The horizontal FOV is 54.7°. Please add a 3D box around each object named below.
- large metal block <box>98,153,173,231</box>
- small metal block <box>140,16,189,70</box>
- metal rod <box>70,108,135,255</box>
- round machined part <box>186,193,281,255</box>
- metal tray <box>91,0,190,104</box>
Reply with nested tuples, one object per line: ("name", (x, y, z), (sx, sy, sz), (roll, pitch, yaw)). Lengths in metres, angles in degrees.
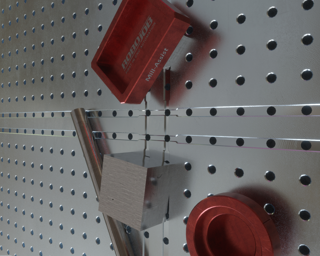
("large metal block", (-0.034, 0.081, 0.419), (0.080, 0.050, 0.079), (11, 97, 39))
("small metal block", (0.001, -0.113, 0.407), (0.050, 0.025, 0.050), (49, 119, 28))
("metal rod", (-0.083, 0.104, 0.475), (0.025, 0.025, 0.299), (-35, 69, 34))
("round machined part", (0.080, 0.118, 0.331), (0.098, 0.042, 0.097), (0, 90, 39))
("metal tray", (-0.030, -0.106, 0.396), (0.090, 0.030, 0.129), (49, 119, 28))
